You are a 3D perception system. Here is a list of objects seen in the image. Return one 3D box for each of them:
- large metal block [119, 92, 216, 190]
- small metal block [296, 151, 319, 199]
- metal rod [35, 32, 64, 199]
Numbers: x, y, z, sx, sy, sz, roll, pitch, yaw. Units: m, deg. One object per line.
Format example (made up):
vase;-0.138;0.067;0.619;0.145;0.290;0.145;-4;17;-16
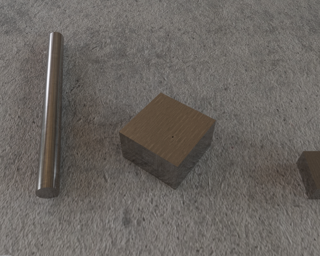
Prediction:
large metal block;0.010;0.013;0.376;0.080;0.050;0.080;29;56;22
small metal block;0.194;0.054;0.359;0.050;0.025;0.050;0;50;0
metal rod;-0.151;-0.041;0.436;0.025;0.025;0.300;-8;50;-7
